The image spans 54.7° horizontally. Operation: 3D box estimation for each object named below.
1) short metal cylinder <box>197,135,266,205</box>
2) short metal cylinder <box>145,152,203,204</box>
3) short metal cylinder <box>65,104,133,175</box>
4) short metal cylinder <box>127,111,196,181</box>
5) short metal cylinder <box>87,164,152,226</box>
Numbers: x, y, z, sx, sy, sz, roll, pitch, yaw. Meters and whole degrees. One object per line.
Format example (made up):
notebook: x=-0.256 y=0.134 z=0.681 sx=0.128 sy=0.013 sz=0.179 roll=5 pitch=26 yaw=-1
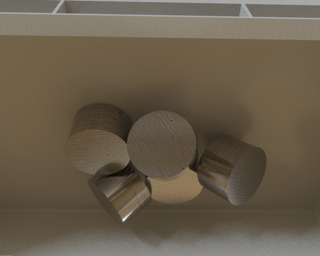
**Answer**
short metal cylinder: x=0.096 y=0.055 z=0.412 sx=0.081 sy=0.050 sz=0.079 roll=-17 pitch=118 yaw=-36
short metal cylinder: x=0.019 y=0.064 z=0.446 sx=0.081 sy=0.050 sz=0.079 roll=0 pitch=130 yaw=0
short metal cylinder: x=-0.077 y=0.016 z=0.402 sx=0.081 sy=0.050 sz=0.079 roll=0 pitch=130 yaw=0
short metal cylinder: x=0.004 y=0.024 z=0.382 sx=0.080 sy=0.080 sz=0.050 roll=-6 pitch=166 yaw=4
short metal cylinder: x=-0.057 y=0.090 z=0.438 sx=0.050 sy=0.080 sz=0.080 roll=-37 pitch=135 yaw=-25
